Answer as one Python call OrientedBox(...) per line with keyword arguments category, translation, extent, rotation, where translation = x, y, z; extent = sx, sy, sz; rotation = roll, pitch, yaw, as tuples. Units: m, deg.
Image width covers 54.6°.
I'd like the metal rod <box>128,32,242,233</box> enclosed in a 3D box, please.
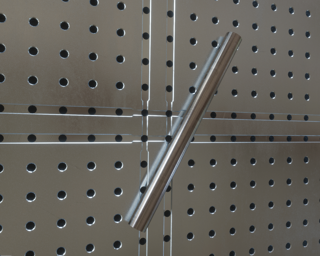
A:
OrientedBox(category="metal rod", translation=(0.039, -0.002, 0.426), extent=(0.025, 0.025, 0.300), rotation=(31, 80, -18))
